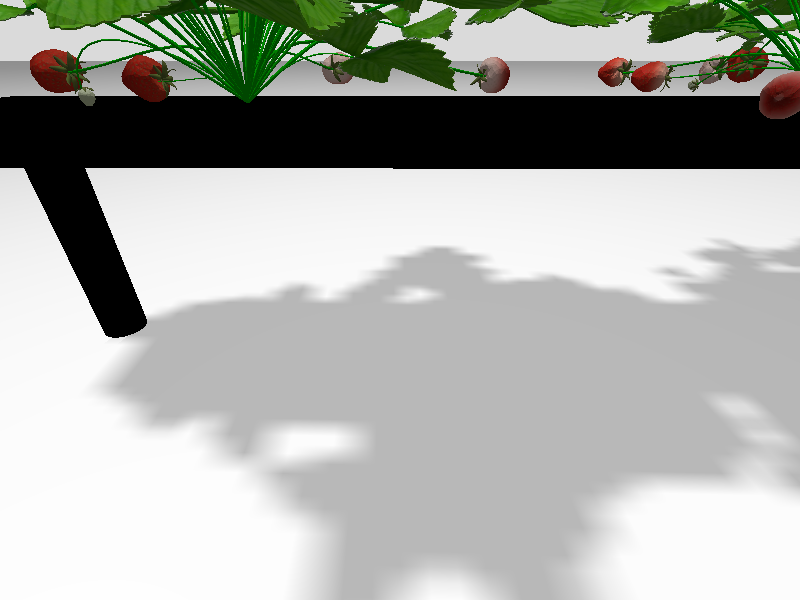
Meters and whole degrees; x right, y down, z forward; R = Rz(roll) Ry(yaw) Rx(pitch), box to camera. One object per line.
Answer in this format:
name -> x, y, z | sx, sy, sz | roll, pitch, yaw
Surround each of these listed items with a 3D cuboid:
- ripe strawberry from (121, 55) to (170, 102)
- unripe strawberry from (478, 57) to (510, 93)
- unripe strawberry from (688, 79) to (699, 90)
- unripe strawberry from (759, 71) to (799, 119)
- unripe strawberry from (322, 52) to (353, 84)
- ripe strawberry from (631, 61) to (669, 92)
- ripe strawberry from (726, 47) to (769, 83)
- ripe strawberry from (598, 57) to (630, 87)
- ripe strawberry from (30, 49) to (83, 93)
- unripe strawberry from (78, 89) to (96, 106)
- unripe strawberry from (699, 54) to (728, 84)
ripe strawberry -> -0.206, -0.177, 0.322 | 0.034, 0.033, 0.032 | 5, 32, 10
unripe strawberry -> 0.094, -0.221, 0.393 | 0.032, 0.031, 0.030 | -13, 35, -21
unripe strawberry -> 0.302, -0.222, 0.413 | 0.009, 0.010, 0.010 | -7, 32, -11
unripe strawberry -> 0.229, -0.121, 0.239 | 0.027, 0.026, 0.025 | -24, 39, -32
unripe strawberry -> -0.070, -0.268, 0.462 | 0.037, 0.032, 0.037 | 8, 32, 13
ripe strawberry -> 0.234, -0.210, 0.377 | 0.030, 0.025, 0.030 | 24, 39, 34
ripe strawberry -> 0.414, -0.282, 0.482 | 0.042, 0.037, 0.038 | 12, 24, 18
ripe strawberry -> 0.232, -0.249, 0.437 | 0.031, 0.028, 0.028 | -19, 36, -27
ripe strawberry -> -0.317, -0.210, 0.368 | 0.040, 0.035, 0.040 | 11, 34, 18
unripe strawberry -> -0.233, -0.151, 0.298 | 0.010, 0.012, 0.012 | -5, 32, -7
unripe strawberry -> 0.366, -0.270, 0.470 | 0.026, 0.030, 0.029 | 6, 25, 9
